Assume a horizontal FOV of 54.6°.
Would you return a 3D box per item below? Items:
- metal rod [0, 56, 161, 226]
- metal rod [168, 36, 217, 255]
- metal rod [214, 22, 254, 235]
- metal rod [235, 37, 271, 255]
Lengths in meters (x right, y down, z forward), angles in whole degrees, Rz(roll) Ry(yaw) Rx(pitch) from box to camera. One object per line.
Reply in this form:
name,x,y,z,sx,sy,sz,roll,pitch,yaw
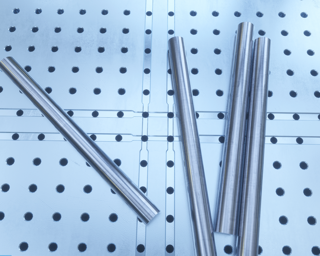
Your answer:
metal rod,-0.113,0.008,0.408,0.025,0.025,0.300,-43,76,-14
metal rod,0.039,0.012,0.407,0.025,0.025,0.299,-5,70,-2
metal rod,0.103,-0.014,0.417,0.025,0.025,0.299,10,70,3
metal rod,0.126,0.012,0.408,0.025,0.025,0.299,9,70,3
